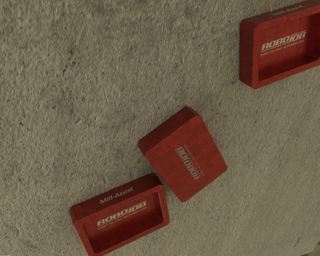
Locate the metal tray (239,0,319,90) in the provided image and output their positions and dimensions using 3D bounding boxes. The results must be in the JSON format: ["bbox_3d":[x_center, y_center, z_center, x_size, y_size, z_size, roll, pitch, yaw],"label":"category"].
[{"bbox_3d":[0.172,-0.116,0.425,0.131,0.030,0.089,-21,127,-16],"label":"metal tray"}]

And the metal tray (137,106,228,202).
[{"bbox_3d":[0.037,0.042,0.450,0.090,0.030,0.130,-37,129,-4],"label":"metal tray"}]

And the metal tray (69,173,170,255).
[{"bbox_3d":[-0.054,0.129,0.453,0.131,0.030,0.089,-21,127,-16],"label":"metal tray"}]
